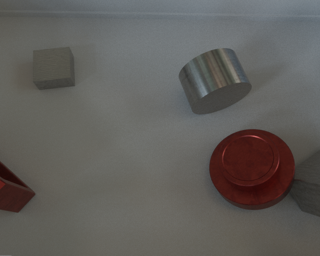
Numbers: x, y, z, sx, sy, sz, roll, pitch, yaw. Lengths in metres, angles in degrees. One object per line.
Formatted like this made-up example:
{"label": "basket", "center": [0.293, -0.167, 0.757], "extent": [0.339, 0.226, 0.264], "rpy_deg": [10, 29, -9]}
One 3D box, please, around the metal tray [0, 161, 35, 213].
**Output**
{"label": "metal tray", "center": [-0.215, 0.041, 0.357], "extent": [0.130, 0.090, 0.030], "rpy_deg": [37, 74, 12]}

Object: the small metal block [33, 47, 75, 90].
{"label": "small metal block", "center": [-0.150, -0.084, 0.439], "extent": [0.050, 0.025, 0.050], "rpy_deg": [-7, 70, -3]}

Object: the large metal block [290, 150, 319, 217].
{"label": "large metal block", "center": [0.205, 0.060, 0.355], "extent": [0.080, 0.080, 0.050], "rpy_deg": [-32, 93, -11]}

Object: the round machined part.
{"label": "round machined part", "center": [0.106, 0.043, 0.367], "extent": [0.098, 0.042, 0.098], "rpy_deg": [-11, 57, 18]}

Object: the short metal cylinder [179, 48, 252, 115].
{"label": "short metal cylinder", "center": [0.071, -0.058, 0.403], "extent": [0.081, 0.080, 0.050], "rpy_deg": [-18, 71, -7]}
